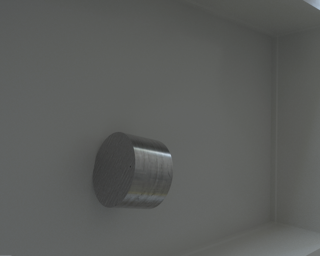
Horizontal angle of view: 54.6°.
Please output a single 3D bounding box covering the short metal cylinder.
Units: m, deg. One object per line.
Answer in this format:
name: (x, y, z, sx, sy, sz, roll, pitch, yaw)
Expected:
short metal cylinder: (-0.031, 0.048, 0.344, 0.050, 0.080, 0.080, 15, 81, -39)
